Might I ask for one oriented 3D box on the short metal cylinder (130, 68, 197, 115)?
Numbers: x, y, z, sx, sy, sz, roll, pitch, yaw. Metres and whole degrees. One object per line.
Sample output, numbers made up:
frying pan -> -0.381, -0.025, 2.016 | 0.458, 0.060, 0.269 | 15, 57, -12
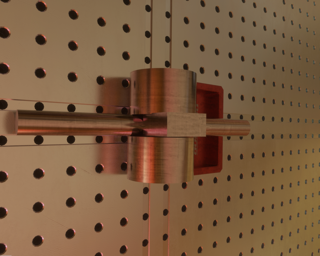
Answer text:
short metal cylinder -> 0.004, -0.040, 0.374 | 0.081, 0.080, 0.050 | 1, 90, -40

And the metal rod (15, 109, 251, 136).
metal rod -> -0.007, -0.003, 0.373 | 0.303, 0.025, 0.025 | 1, 89, -31

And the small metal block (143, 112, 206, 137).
small metal block -> 0.015, -0.004, 0.344 | 0.050, 0.050, 0.025 | 1, 90, -32

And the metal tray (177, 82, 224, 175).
metal tray -> 0.051, 0.001, 0.448 | 0.091, 0.030, 0.129 | 1, 89, -40

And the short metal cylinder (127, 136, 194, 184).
short metal cylinder -> 0.001, 0.035, 0.373 | 0.081, 0.080, 0.050 | 2, 89, -40
